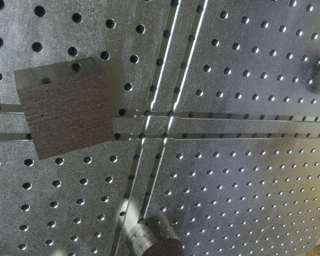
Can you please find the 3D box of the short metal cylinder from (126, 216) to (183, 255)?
[{"bbox_3d":[-0.009,0.193,0.509,0.081,0.050,0.079,-14,124,-21],"label":"short metal cylinder"}]

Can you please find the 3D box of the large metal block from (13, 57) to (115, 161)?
[{"bbox_3d":[-0.099,-0.022,0.327,0.081,0.050,0.079,-16,125,-20],"label":"large metal block"}]
